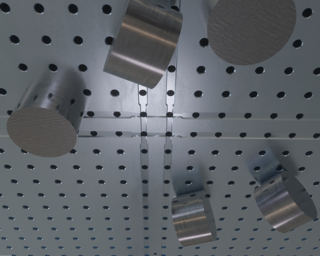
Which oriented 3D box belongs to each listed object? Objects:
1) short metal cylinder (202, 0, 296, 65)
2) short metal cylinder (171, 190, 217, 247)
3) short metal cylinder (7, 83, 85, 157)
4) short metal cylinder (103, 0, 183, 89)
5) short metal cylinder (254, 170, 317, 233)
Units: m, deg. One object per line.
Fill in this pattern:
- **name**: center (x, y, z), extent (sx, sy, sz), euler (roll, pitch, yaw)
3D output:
- **short metal cylinder**: center (0.084, -0.109, 0.303), extent (0.081, 0.050, 0.079), euler (0, 130, 0)
- **short metal cylinder**: center (0.056, 0.145, 0.499), extent (0.050, 0.080, 0.080), euler (-17, 128, 14)
- **short metal cylinder**: center (-0.140, -0.009, 0.386), extent (0.081, 0.050, 0.079), euler (0, 130, 0)
- **short metal cylinder**: center (-0.018, -0.084, 0.303), extent (0.050, 0.080, 0.079), euler (19, 128, -16)
- **short metal cylinder**: center (0.191, 0.112, 0.473), extent (0.080, 0.080, 0.050), euler (33, 123, -25)
